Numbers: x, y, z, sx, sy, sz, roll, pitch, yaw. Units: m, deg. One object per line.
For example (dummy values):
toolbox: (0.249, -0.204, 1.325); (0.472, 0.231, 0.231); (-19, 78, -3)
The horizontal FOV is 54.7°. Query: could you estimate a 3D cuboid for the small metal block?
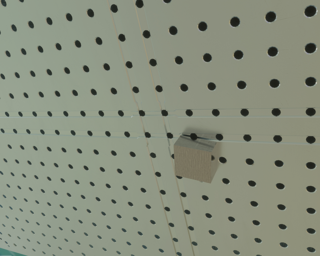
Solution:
small metal block: (0.047, 0.041, 0.411); (0.050, 0.025, 0.050); (10, 123, 22)
